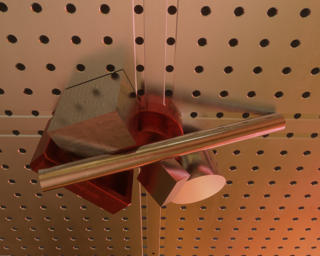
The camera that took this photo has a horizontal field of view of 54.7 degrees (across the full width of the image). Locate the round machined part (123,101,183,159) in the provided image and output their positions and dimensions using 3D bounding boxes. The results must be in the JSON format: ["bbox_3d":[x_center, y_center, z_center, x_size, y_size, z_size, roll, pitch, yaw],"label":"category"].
[{"bbox_3d":[-0.017,0.015,0.417,0.099,0.042,0.097,-1,130,0],"label":"round machined part"}]

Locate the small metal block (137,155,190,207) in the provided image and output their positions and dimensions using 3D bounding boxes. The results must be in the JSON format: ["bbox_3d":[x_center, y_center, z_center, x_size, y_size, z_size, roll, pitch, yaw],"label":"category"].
[{"bbox_3d":[0.003,0.062,0.391,0.025,0.050,0.050,-18,144,-45],"label":"small metal block"}]

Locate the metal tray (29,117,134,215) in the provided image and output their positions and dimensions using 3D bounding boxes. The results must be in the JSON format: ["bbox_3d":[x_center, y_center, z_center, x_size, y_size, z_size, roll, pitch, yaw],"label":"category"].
[{"bbox_3d":[-0.092,0.044,0.404,0.030,0.090,0.130,-36,122,26],"label":"metal tray"}]

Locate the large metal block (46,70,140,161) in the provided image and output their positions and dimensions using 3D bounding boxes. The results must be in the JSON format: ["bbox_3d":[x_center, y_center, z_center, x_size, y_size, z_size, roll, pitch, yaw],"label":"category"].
[{"bbox_3d":[-0.072,-0.015,0.360,0.080,0.080,0.050,-16,128,13],"label":"large metal block"}]

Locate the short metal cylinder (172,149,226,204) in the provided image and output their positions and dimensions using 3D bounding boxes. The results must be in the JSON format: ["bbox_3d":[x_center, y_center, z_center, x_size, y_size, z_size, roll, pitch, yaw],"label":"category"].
[{"bbox_3d":[0.045,0.066,0.436,0.081,0.050,0.080,-12,144,-9],"label":"short metal cylinder"}]

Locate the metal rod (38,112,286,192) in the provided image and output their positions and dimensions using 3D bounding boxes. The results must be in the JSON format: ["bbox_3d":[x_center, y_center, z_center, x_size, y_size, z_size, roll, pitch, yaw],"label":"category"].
[{"bbox_3d":[0.016,0.024,0.370,0.302,0.025,0.025,-13,132,-15],"label":"metal rod"}]
